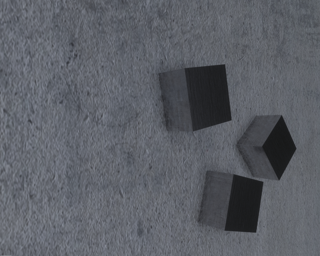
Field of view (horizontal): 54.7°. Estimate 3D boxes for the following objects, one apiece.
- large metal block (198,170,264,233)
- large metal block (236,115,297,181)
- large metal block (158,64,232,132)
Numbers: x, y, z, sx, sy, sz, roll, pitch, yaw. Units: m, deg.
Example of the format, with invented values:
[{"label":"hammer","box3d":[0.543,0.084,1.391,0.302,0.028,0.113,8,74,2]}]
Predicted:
[{"label":"large metal block","box3d":[0.112,0.114,0.482,0.080,0.050,0.080,19,78,-39]},{"label":"large metal block","box3d":[0.190,0.033,0.547,0.080,0.050,0.080,-48,119,-29]},{"label":"large metal block","box3d":[0.050,-0.042,0.430,0.081,0.050,0.079,-14,99,-39]}]
